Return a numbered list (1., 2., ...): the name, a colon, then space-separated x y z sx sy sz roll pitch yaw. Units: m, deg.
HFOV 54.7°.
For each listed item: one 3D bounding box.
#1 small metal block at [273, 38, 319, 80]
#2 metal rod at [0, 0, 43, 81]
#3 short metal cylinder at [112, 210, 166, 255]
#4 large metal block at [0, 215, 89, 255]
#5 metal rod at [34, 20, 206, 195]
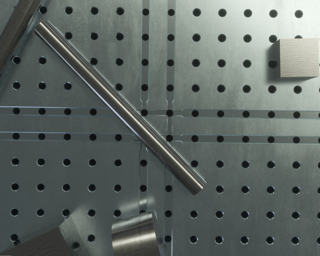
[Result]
1. small metal block: 0.181 -0.092 0.414 0.050 0.025 0.050 -1 90 0
2. metal rod: -0.223 -0.072 0.411 0.025 0.025 0.299 28 90 0
3. short metal cylinder: -0.024 0.149 0.386 0.050 0.080 0.080 -16 90 0
4. large metal block: -0.142 0.172 0.400 0.080 0.050 0.080 -25 90 0
5. metal rod: -0.052 -0.027 0.412 0.025 0.025 0.300 -44 90 0
